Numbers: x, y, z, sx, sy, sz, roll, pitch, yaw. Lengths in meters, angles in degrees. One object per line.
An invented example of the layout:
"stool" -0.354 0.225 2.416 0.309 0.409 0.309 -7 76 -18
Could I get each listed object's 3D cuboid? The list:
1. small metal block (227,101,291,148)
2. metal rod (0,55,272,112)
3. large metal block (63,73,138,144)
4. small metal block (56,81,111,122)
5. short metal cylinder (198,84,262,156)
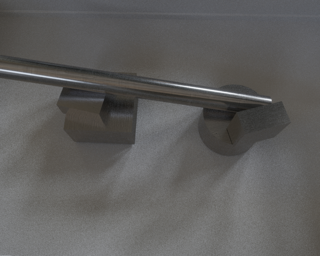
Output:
"small metal block" 0.107 -0.003 0.343 0.050 0.050 0.025 -14 71 -5
"metal rod" -0.023 -0.046 0.350 0.302 0.025 0.025 8 70 -6
"large metal block" -0.072 -0.026 0.402 0.081 0.050 0.080 3 70 0
"small metal block" -0.087 -0.039 0.368 0.050 0.025 0.050 12 70 4
"short metal cylinder" 0.093 -0.009 0.399 0.081 0.050 0.080 0 70 0
